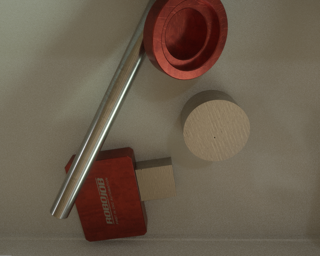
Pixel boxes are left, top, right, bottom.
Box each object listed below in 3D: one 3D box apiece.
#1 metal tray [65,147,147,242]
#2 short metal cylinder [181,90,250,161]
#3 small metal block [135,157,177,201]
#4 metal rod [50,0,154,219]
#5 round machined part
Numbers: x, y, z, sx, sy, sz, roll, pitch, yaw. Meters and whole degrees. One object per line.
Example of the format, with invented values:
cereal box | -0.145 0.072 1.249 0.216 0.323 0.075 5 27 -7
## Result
metal tray | -0.073 0.097 0.443 0.091 0.030 0.129 -8 110 3
short metal cylinder | 0.068 -0.004 0.397 0.081 0.050 0.079 0 110 -1
small metal block | -0.005 0.072 0.438 0.050 0.025 0.050 -8 110 2
metal rod | -0.065 -0.019 0.381 0.025 0.025 0.298 26 100 -10
round machined part | 0.025 -0.107 0.349 0.099 0.042 0.097 -15 121 -26
